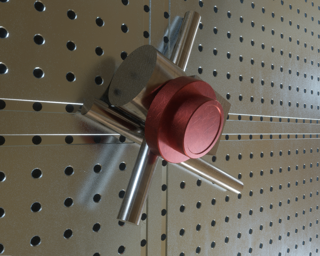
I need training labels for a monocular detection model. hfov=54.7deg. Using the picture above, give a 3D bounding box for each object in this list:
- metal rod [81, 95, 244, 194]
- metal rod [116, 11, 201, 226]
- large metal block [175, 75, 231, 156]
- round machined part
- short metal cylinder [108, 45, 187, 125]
[{"bbox_3d":[0.025,0.037,0.431,0.301,0.025,0.025,31,71,-36],"label":"metal rod"},{"bbox_3d":[0.006,-0.030,0.391,0.025,0.025,0.300,35,61,-35],"label":"metal rod"},{"bbox_3d":[0.045,-0.015,0.428,0.080,0.050,0.080,32,70,-36],"label":"large metal block"},{"bbox_3d":[0.034,-0.005,0.343,0.099,0.042,0.097,-24,127,-37],"label":"round machined part"},{"bbox_3d":[-0.015,-0.049,0.362,0.050,0.080,0.080,32,70,-36],"label":"short metal cylinder"}]
